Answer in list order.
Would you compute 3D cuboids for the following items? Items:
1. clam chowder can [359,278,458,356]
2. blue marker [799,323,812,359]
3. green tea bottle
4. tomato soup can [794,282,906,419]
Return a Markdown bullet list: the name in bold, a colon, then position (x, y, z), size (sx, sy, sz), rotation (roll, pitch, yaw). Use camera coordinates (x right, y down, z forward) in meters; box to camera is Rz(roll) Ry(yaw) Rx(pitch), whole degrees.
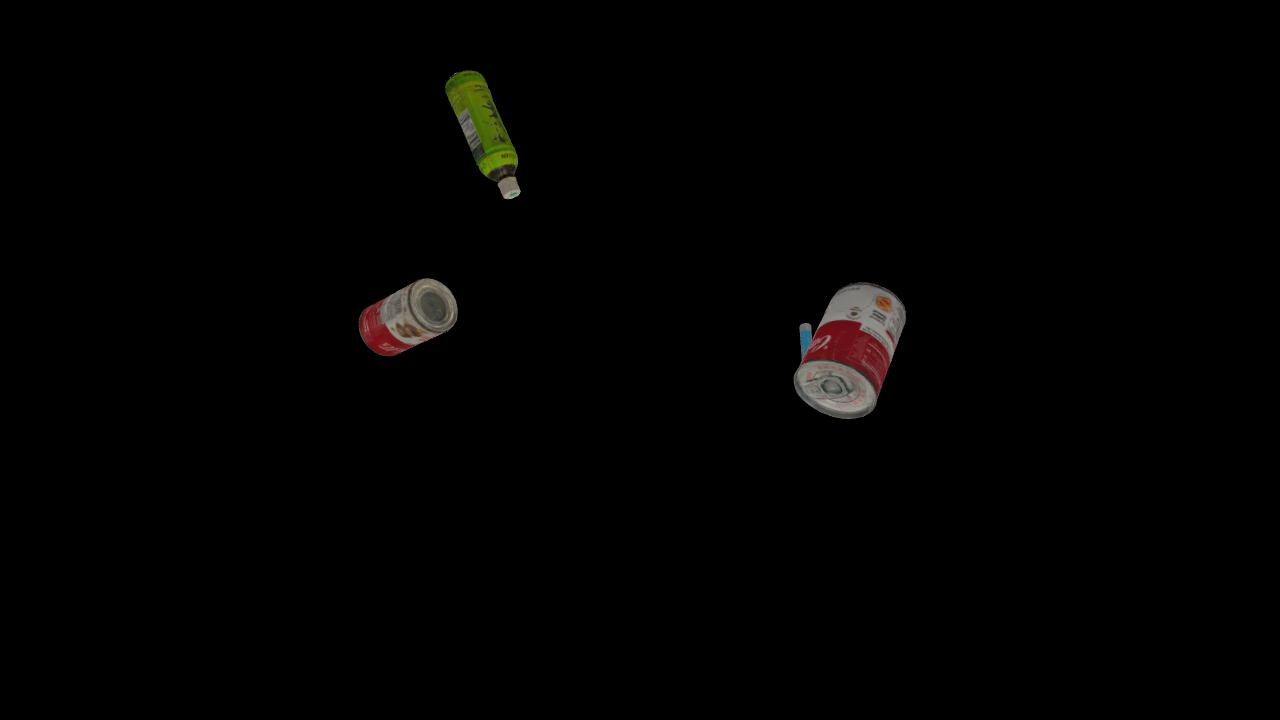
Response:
- **clam chowder can**: position (-0.273, -0.050, 0.727), size (0.102, 0.068, 0.068), rotation (-19, -10, 33)
- **blue marker**: position (0.263, -0.004, 0.967), size (0.020, 0.121, 0.020), rotation (4, -32, 3)
- **green tea bottle**: position (-0.251, -0.365, 1.013), size (0.073, 0.212, 0.073), rotation (-22, -4, -2)
- **tomato soup can**: position (0.179, -0.010, 0.519), size (0.068, 0.068, 0.101), rotation (0, 44, 42)
